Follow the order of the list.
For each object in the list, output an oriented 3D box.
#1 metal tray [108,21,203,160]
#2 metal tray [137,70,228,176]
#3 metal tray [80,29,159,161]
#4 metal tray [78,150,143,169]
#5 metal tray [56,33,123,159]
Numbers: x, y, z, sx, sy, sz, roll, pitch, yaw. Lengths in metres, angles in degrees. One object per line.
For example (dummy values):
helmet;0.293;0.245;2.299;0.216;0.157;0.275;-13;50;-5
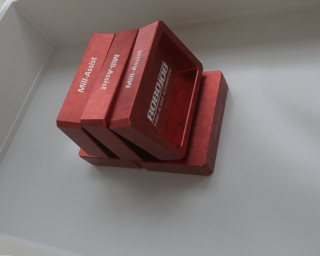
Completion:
metal tray;0.002;-0.040;0.344;0.030;0.090;0.130;-9;57;41
metal tray;0.030;-0.009;0.391;0.090;0.030;0.130;1;62;28
metal tray;-0.034;-0.038;0.363;0.030;0.090;0.130;0;60;28
metal tray;-0.051;-0.011;0.433;0.090;0.030;0.130;1;62;28
metal tray;-0.071;-0.039;0.381;0.030;0.090;0.130;6;64;17
